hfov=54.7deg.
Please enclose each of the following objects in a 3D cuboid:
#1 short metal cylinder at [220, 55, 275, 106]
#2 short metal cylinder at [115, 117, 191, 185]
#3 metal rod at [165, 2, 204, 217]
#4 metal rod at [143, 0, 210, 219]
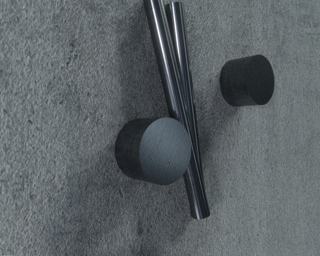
[{"bbox_3d":[0.144,-0.076,0.509,0.081,0.050,0.079,0,90,-40],"label":"short metal cylinder"},{"bbox_3d":[-0.008,0.027,0.382,0.081,0.050,0.079,0,90,-40],"label":"short metal cylinder"},{"bbox_3d":[0.038,-0.020,0.436,0.025,0.025,0.298,-13,98,-39],"label":"metal rod"},{"bbox_3d":[0.023,-0.024,0.411,0.025,0.025,0.298,-18,97,-39],"label":"metal rod"}]
